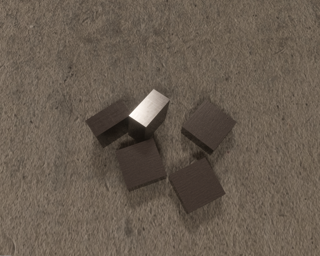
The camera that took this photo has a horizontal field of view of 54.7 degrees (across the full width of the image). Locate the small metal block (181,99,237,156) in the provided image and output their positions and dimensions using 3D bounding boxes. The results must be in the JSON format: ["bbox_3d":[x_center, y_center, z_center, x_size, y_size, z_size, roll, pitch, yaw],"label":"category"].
[{"bbox_3d":[0.064,-0.001,0.409,0.050,0.025,0.050,38,74,12],"label":"small metal block"}]

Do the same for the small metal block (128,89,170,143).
[{"bbox_3d":[-0.015,-0.013,0.395,0.025,0.050,0.050,34,63,11],"label":"small metal block"}]

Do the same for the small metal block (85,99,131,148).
[{"bbox_3d":[-0.062,-0.004,0.396,0.050,0.050,0.025,-34,74,-12],"label":"small metal block"}]

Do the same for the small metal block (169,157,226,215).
[{"bbox_3d":[0.045,0.072,0.383,0.050,0.025,0.050,-25,72,-9],"label":"small metal block"}]

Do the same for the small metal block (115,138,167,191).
[{"bbox_3d":[-0.024,0.047,0.391,0.050,0.025,0.050,-19,72,-7],"label":"small metal block"}]
